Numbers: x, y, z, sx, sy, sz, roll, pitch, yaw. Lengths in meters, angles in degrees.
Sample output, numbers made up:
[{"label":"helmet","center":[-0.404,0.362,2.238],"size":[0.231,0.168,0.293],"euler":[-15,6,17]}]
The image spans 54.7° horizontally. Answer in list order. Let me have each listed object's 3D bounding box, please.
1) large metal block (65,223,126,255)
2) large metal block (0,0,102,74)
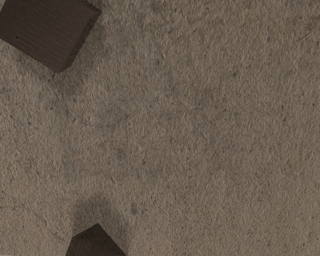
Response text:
[{"label":"large metal block","center":[-0.094,0.204,0.454],"size":[0.050,0.080,0.080],"euler":[-31,108,10]},{"label":"large metal block","center":[-0.125,-0.121,0.350],"size":[0.080,0.050,0.080],"euler":[32,107,-12]}]
